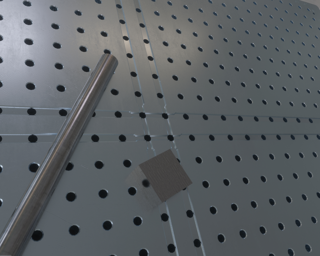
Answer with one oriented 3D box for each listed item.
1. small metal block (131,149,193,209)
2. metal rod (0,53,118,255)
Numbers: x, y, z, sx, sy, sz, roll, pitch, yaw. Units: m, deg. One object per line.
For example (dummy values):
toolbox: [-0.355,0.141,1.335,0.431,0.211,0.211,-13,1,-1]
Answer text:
small metal block: [0.002,0.060,0.373,0.050,0.025,0.050,-24,75,-37]
metal rod: [-0.106,0.022,0.337,0.025,0.025,0.300,27,52,-12]
